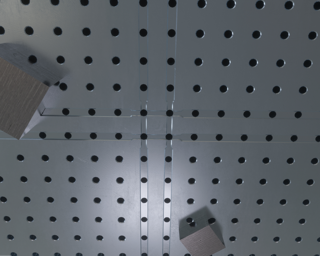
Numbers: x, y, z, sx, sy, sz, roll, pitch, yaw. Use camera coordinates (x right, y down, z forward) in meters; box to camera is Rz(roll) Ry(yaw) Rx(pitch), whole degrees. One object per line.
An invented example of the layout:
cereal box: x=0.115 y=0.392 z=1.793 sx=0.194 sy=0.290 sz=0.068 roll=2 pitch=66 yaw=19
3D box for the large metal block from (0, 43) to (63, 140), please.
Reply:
large metal block: x=-0.182 y=-0.046 z=0.382 sx=0.080 sy=0.050 sz=0.080 roll=33 pitch=107 yaw=-12

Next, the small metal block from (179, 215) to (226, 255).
small metal block: x=0.064 y=0.170 z=0.476 sx=0.050 sy=0.025 sz=0.050 roll=-32 pitch=107 yaw=11
